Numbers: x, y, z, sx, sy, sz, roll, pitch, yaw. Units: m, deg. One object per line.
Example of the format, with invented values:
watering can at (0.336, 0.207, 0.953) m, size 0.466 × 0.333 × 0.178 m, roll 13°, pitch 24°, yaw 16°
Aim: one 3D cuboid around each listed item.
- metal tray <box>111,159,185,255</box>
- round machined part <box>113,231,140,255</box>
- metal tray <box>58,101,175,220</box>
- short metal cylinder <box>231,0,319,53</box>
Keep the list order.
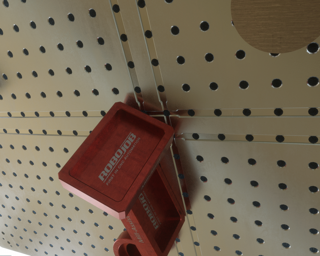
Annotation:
metal tray at (-0.015, 0.114, 0.447) m, size 0.030 × 0.090 × 0.129 m, roll -12°, pitch 112°, yaw 33°
round machined part at (-0.030, 0.217, 0.551) m, size 0.098 × 0.042 × 0.097 m, roll 13°, pitch 124°, yaw 21°
metal tray at (-0.050, 0.036, 0.391) m, size 0.090 × 0.130 × 0.030 m, roll 27°, pitch 149°, yaw 12°
short metal cylinder at (0.108, -0.111, 0.269) m, size 0.080 × 0.050 × 0.079 m, roll 13°, pitch 124°, yaw 21°
